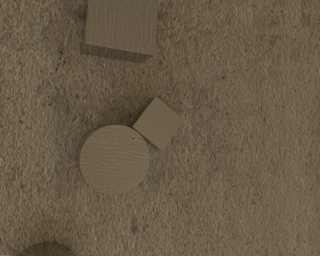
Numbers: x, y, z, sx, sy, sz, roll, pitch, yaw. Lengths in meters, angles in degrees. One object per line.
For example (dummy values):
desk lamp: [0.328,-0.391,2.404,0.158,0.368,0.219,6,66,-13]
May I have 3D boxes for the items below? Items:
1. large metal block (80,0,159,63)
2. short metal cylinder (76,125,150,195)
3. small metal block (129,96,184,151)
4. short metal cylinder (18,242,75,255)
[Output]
large metal block: [-0.050,-0.129,0.377,0.081,0.050,0.080,5,88,-20]
short metal cylinder: [-0.058,0.036,0.374,0.081,0.050,0.080,0,90,-20]
small metal block: [-0.005,-0.006,0.407,0.050,0.025,0.050,40,77,-16]
short metal cylinder: [-0.130,0.177,0.348,0.081,0.050,0.080,0,90,-20]
